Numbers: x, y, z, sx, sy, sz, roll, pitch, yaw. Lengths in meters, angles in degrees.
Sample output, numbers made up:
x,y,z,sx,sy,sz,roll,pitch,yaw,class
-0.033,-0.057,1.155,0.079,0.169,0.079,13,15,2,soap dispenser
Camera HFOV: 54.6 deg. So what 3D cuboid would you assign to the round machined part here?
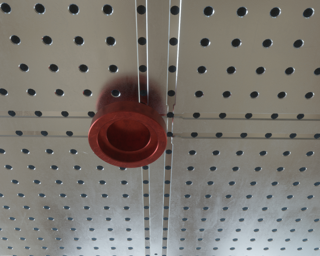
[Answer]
x,y,z,sx,sy,sz,roll,pitch,yaw,class
-0.040,0.004,0.403,0.099,0.042,0.097,0,130,0,round machined part
